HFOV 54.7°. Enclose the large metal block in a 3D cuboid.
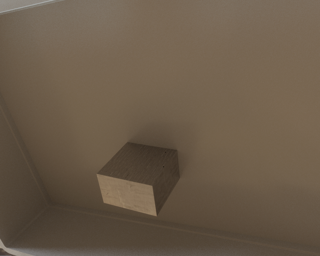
[{"bbox_3d":[-0.026,0.066,0.427,0.080,0.080,0.050,8,122,24],"label":"large metal block"}]
